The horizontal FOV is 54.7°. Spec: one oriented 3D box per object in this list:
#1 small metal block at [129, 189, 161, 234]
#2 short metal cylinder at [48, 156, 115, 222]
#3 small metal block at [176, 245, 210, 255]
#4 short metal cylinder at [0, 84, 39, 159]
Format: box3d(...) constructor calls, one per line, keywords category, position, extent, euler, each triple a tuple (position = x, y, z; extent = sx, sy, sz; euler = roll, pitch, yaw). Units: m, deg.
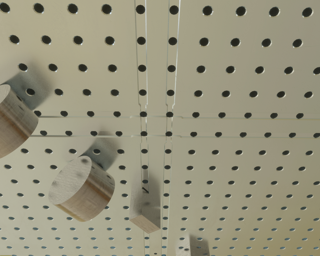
box3d(category="small metal block", position=(-0.024, 0.138, 0.512), extent=(0.025, 0.050, 0.050), euler=(-29, 125, 22))
box3d(category="short metal cylinder", position=(-0.113, 0.087, 0.449), extent=(0.080, 0.080, 0.050), euler=(-27, 125, 21))
box3d(category="small metal block", position=(0.069, 0.272, 0.644), extent=(0.050, 0.025, 0.050), euler=(26, 125, -21))
box3d(category="short metal cylinder", position=(-0.195, -0.007, 0.368), extent=(0.080, 0.080, 0.050), euler=(-19, 128, 15))
